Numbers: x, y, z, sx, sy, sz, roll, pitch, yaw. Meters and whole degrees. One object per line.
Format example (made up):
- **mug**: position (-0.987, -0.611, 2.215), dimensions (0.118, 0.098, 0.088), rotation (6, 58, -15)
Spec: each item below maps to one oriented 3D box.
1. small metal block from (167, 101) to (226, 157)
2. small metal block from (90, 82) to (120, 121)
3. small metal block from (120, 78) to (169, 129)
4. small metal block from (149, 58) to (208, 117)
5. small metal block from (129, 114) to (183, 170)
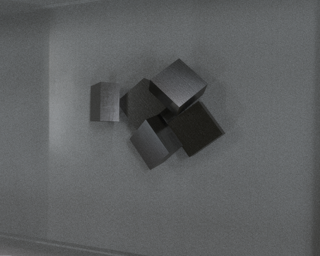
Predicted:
- **small metal block**: position (0.046, 0.001, 0.392), dimensions (0.050, 0.025, 0.050), rotation (-37, 79, 16)
- **small metal block**: position (-0.075, -0.034, 0.420), dimensions (0.050, 0.025, 0.050), rotation (1, 90, 63)
- **small metal block**: position (-0.021, -0.030, 0.415), dimensions (0.050, 0.025, 0.050), rotation (-39, 78, 15)
- **small metal block**: position (0.022, -0.051, 0.388), dimensions (0.050, 0.025, 0.050), rotation (-40, 75, -21)
- **small metal block**: position (-0.006, 0.018, 0.398), dimensions (0.050, 0.025, 0.050), rotation (55, 137, 12)
